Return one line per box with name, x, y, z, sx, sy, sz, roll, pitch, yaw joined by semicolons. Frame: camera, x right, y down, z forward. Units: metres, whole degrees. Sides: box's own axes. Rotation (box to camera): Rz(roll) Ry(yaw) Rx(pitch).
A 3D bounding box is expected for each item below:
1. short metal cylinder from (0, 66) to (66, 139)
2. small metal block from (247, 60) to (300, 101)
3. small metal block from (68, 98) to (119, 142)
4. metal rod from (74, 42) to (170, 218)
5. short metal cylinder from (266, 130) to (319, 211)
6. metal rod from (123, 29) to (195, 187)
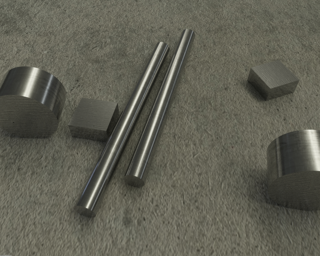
short metal cylinder;-0.165;-0.031;0.392;0.081;0.080;0.050;1;50;0
small metal block;0.169;-0.072;0.465;0.050;0.025;0.050;-17;52;-14
small metal block;-0.086;-0.011;0.412;0.050;0.025;0.050;9;51;7
metal rod;-0.038;-0.022;0.420;0.025;0.025;0.300;13;51;10
short metal cylinder;0.157;0.047;0.329;0.080;0.080;0.050;8;51;7
metal rod;0.010;-0.050;0.445;0.025;0.025;0.300;12;51;10
